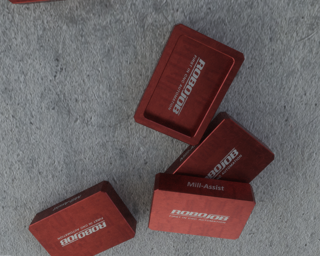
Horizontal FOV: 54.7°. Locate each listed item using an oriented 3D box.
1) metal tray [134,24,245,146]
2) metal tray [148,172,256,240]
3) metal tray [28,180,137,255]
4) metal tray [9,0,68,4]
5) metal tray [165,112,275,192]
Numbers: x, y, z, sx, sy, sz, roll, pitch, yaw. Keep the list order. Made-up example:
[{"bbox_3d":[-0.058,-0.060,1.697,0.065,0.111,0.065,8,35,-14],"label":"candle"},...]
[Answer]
[{"bbox_3d":[0.033,-0.052,0.388,0.090,0.030,0.129,23,108,-9],"label":"metal tray"},{"bbox_3d":[0.053,0.110,0.427,0.131,0.030,0.089,7,128,-2],"label":"metal tray"},{"bbox_3d":[-0.112,0.145,0.459,0.130,0.030,0.090,-27,108,9],"label":"metal tray"},{"bbox_3d":[-0.106,-0.188,0.336,0.131,0.030,0.089,-5,110,1],"label":"metal tray"},{"bbox_3d":[0.078,0.053,0.427,0.090,0.030,0.130,37,106,-13],"label":"metal tray"}]
